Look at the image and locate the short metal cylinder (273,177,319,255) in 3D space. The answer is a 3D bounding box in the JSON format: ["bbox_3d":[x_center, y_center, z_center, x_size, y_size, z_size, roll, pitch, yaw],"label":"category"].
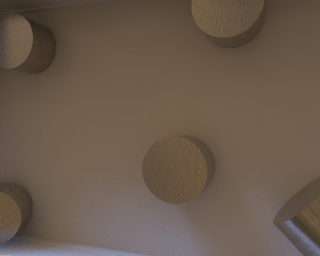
[{"bbox_3d":[0.167,0.093,0.322,0.080,0.080,0.050,-46,76,14],"label":"short metal cylinder"}]

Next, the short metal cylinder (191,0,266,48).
[{"bbox_3d":[0.083,-0.141,0.368,0.080,0.050,0.080,0,90,20],"label":"short metal cylinder"}]

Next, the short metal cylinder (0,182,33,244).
[{"bbox_3d":[-0.242,0.127,0.467,0.081,0.050,0.079,0,93,-5],"label":"short metal cylinder"}]

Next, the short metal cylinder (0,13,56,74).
[{"bbox_3d":[-0.207,-0.126,0.470,0.080,0.050,0.080,0,90,20],"label":"short metal cylinder"}]

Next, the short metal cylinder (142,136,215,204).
[{"bbox_3d":[0.025,0.050,0.388,0.080,0.050,0.080,0,90,20],"label":"short metal cylinder"}]
